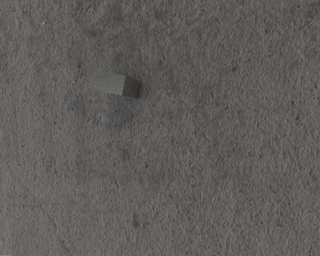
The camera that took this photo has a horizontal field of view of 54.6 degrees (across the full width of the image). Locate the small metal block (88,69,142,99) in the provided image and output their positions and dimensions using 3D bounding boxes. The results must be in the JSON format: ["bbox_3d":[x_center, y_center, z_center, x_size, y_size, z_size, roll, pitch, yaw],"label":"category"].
[{"bbox_3d":[-0.059,-0.058,0.417,0.050,0.050,0.025,13,95,19],"label":"small metal block"}]
